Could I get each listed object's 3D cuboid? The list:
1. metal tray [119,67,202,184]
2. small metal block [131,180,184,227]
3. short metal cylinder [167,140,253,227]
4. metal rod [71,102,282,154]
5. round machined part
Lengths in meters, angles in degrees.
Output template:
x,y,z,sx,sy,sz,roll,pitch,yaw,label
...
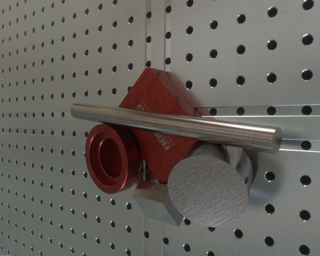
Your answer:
x,y,z,sx,sy,sz,roll,pitch,yaw,label
0.002,-0.004,0.404,0.090,0.030,0.130,-51,61,27,metal tray
0.000,0.094,0.390,0.050,0.025,0.050,3,136,39,small metal block
0.054,0.056,0.327,0.080,0.050,0.079,7,111,19,short metal cylinder
-0.009,-0.007,0.374,0.300,0.025,0.025,9,96,39,metal rod
-0.062,0.041,0.440,0.098,0.042,0.097,8,102,44,round machined part
